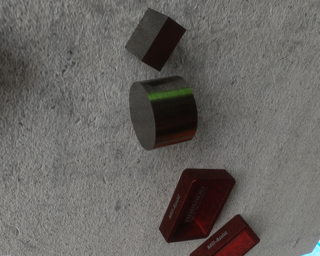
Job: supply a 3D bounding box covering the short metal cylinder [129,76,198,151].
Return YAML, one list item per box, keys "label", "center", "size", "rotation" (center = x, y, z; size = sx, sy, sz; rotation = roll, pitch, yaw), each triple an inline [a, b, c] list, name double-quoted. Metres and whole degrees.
- label: "short metal cylinder"
  center: [0.002, -0.018, 0.361]
  size: [0.050, 0.080, 0.079]
  rotation: [-13, 124, -22]

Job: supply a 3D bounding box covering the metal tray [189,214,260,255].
- label: "metal tray"
  center: [0.133, 0.243, 0.626]
  size: [0.130, 0.030, 0.090]
  rotation: [-40, 130, -1]

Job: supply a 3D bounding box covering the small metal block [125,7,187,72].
- label: "small metal block"
  center: [-0.006, -0.095, 0.329]
  size: [0.025, 0.050, 0.050]
  rotation: [24, 105, -37]

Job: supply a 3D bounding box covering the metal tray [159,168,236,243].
- label: "metal tray"
  center: [0.061, 0.130, 0.517]
  size: [0.091, 0.030, 0.129]
  rotation: [6, 116, -31]
